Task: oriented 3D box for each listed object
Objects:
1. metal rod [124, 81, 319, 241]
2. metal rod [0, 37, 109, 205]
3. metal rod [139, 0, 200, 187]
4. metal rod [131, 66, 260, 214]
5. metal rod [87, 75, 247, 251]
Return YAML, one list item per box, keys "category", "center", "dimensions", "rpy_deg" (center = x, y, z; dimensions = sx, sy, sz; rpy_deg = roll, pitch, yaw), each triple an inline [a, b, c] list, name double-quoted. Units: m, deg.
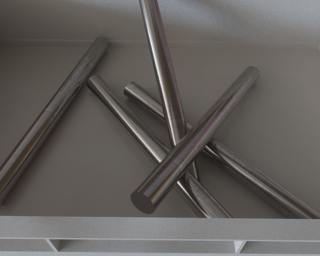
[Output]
- category: "metal rod"
  center: [0.063, 0.025, 0.385]
  dimensions: [0.300, 0.025, 0.025]
  rpy_deg: [37, 59, 27]
- category: "metal rod"
  center: [-0.141, -0.032, 0.430]
  dimensions: [0.025, 0.025, 0.300]
  rpy_deg: [13, 51, 10]
- category: "metal rod"
  center: [0.005, -0.074, 0.397]
  dimensions: [0.025, 0.025, 0.299]
  rpy_deg: [-9, 72, -8]
- category: "metal rod"
  center: [0.063, -0.009, 0.374]
  dimensions: [0.025, 0.025, 0.302]
  rpy_deg: [26, 42, 20]
- category: "metal rod"
  center: [-0.014, 0.017, 0.370]
  dimensions: [0.025, 0.025, 0.300]
  rpy_deg: [-27, 49, -21]
